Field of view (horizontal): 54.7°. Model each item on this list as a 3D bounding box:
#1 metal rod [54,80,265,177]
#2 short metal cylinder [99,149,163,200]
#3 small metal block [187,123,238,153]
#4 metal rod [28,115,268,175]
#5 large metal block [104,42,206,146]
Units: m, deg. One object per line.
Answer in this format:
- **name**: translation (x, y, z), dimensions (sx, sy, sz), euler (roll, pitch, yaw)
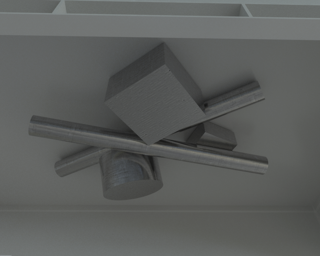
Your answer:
- **metal rod**: translation (-0.013, 0.008, 0.413), dimensions (0.300, 0.025, 0.025), euler (-22, 127, 17)
- **short metal cylinder**: translation (-0.040, 0.062, 0.425), dimensions (0.081, 0.050, 0.080), euler (-10, 153, -5)
- **small metal block**: translation (0.069, 0.023, 0.425), dimensions (0.050, 0.025, 0.050), euler (21, 127, -17)
- **metal rod**: translation (-0.007, 0.024, 0.394), dimensions (0.302, 0.025, 0.025), euler (10, 129, -9)
- **large metal block**: translation (-0.004, -0.037, 0.359), dimensions (0.080, 0.050, 0.080), euler (-29, 125, 22)
